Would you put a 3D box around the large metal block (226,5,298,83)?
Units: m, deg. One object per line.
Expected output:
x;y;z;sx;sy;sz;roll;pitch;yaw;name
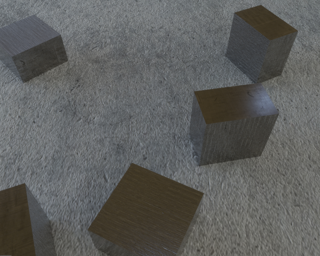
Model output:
0.151;-0.128;0.476;0.050;0.080;0.080;-22;54;-17;large metal block

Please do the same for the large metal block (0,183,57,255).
-0.127;0.110;0.274;0.050;0.080;0.080;-17;52;-14;large metal block

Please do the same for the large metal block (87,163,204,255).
-0.011;0.093;0.308;0.080;0.050;0.080;21;53;16;large metal block

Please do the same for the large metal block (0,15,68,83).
-0.209;-0.128;0.493;0.080;0.050;0.080;-36;59;-27;large metal block

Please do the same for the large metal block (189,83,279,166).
0.083;-0.003;0.370;0.081;0.080;0.050;-8;51;-7;large metal block
